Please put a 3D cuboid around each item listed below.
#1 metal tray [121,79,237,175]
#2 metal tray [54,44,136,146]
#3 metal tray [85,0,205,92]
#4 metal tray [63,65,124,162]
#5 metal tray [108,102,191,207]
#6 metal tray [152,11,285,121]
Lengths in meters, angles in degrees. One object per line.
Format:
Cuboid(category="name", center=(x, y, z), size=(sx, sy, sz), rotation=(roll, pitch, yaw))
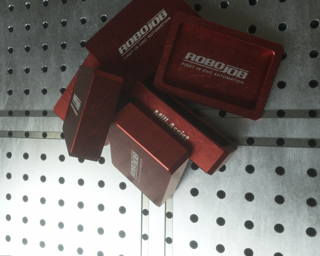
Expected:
Cuboid(category="metal tray", center=(0.026, -0.003, 0.368), size=(0.130, 0.090, 0.030), rotation=(40, 103, 15))
Cuboid(category="metal tray", center=(-0.081, -0.048, 0.439), size=(0.090, 0.030, 0.130), rotation=(40, 103, 14))
Cuboid(category="metal tray", center=(-0.017, -0.114, 0.397), size=(0.130, 0.030, 0.090), rotation=(-42, 80, 0))
Cuboid(category="metal tray", center=(-0.084, -0.024, 0.362), size=(0.030, 0.130, 0.090), rotation=(16, 97, -23))
Cuboid(category="metal tray", center=(-0.018, 0.037, 0.368), size=(0.090, 0.129, 0.030), rotation=(40, 64, 15))
Cuboid(category="metal tray", center=(0.065, -0.070, 0.361), size=(0.131, 0.030, 0.090), rotation=(17, 96, -4))
